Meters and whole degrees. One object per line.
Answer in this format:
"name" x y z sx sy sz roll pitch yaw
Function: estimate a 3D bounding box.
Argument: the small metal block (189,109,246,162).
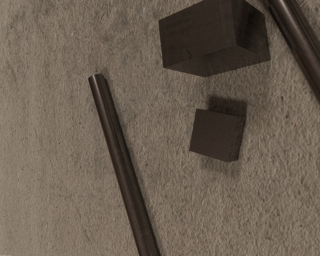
"small metal block" 0.065 0.007 0.350 0.050 0.025 0.050 15 99 38

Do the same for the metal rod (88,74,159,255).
"metal rod" -0.053 0.058 0.446 0.025 0.025 0.299 -30 72 36

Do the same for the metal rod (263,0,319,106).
"metal rod" 0.119 -0.123 0.305 0.025 0.025 0.299 -32 71 35

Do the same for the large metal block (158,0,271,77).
"large metal block" 0.057 -0.091 0.321 0.080 0.081 0.050 -9 84 39
